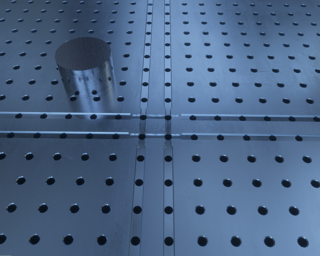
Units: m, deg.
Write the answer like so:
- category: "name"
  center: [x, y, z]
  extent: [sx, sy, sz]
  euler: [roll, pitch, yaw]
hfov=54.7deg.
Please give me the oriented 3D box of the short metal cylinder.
- category: "short metal cylinder"
  center: [-0.112, -0.093, 0.468]
  extent: [0.081, 0.050, 0.080]
  euler: [0, 50, 0]
